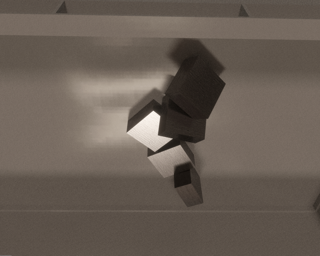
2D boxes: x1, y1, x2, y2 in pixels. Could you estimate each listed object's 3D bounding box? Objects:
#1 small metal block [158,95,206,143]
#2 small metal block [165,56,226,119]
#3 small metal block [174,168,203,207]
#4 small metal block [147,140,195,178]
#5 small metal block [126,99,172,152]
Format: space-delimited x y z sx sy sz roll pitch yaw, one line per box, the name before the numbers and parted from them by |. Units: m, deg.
small metal block | 0.028 -0.012 0.377 0.050 0.050 0.025 13 162 -17
small metal block | 0.041 -0.045 0.352 0.050 0.050 0.025 39 160 -28
small metal block | 0.042 0.081 0.463 0.025 0.050 0.050 -19 128 15
small metal block | 0.017 0.040 0.444 0.050 0.025 0.050 -22 127 17
small metal block | -0.008 -0.002 0.407 0.050 0.025 0.050 36 121 -27
